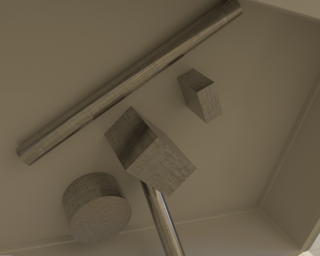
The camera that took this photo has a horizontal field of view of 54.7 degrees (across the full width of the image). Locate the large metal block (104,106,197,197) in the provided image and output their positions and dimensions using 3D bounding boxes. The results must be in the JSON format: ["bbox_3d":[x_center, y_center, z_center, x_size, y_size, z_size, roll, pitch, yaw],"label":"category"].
[{"bbox_3d":[-0.013,0.029,0.385,0.050,0.080,0.080,-47,130,4],"label":"large metal block"}]

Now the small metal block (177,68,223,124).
[{"bbox_3d":[0.051,-0.042,0.396,0.025,0.050,0.050,-31,129,-9],"label":"small metal block"}]

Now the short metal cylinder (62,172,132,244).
[{"bbox_3d":[-0.084,0.106,0.413,0.081,0.050,0.079,-14,125,-21],"label":"short metal cylinder"}]

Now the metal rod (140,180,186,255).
[{"bbox_3d":[0.030,0.197,0.413,0.025,0.299,0.025,-20,170,-3],"label":"metal rod"}]

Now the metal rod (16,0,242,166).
[{"bbox_3d":[-0.031,-0.056,0.357,0.301,0.025,0.025,-36,130,-5],"label":"metal rod"}]
